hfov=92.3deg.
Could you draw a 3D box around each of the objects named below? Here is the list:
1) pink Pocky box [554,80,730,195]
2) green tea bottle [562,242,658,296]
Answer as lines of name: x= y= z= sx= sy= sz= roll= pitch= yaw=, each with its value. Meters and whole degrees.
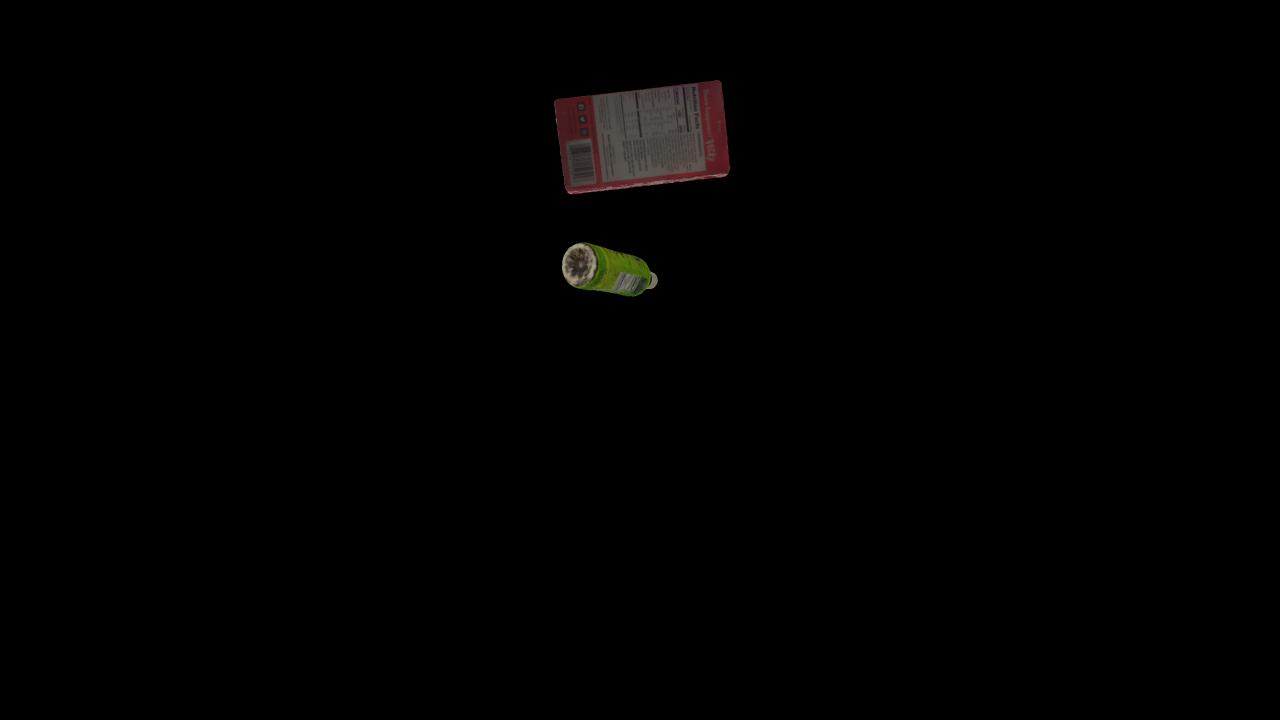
pink Pocky box: x=0.003 y=-0.206 z=0.573 sx=0.155 sy=0.084 sz=0.029 roll=-7 pitch=6 yaw=0
green tea bottle: x=-0.036 y=-0.138 z=0.990 sx=0.073 sy=0.073 sz=0.212 roll=0 pitch=-2 yaw=31
